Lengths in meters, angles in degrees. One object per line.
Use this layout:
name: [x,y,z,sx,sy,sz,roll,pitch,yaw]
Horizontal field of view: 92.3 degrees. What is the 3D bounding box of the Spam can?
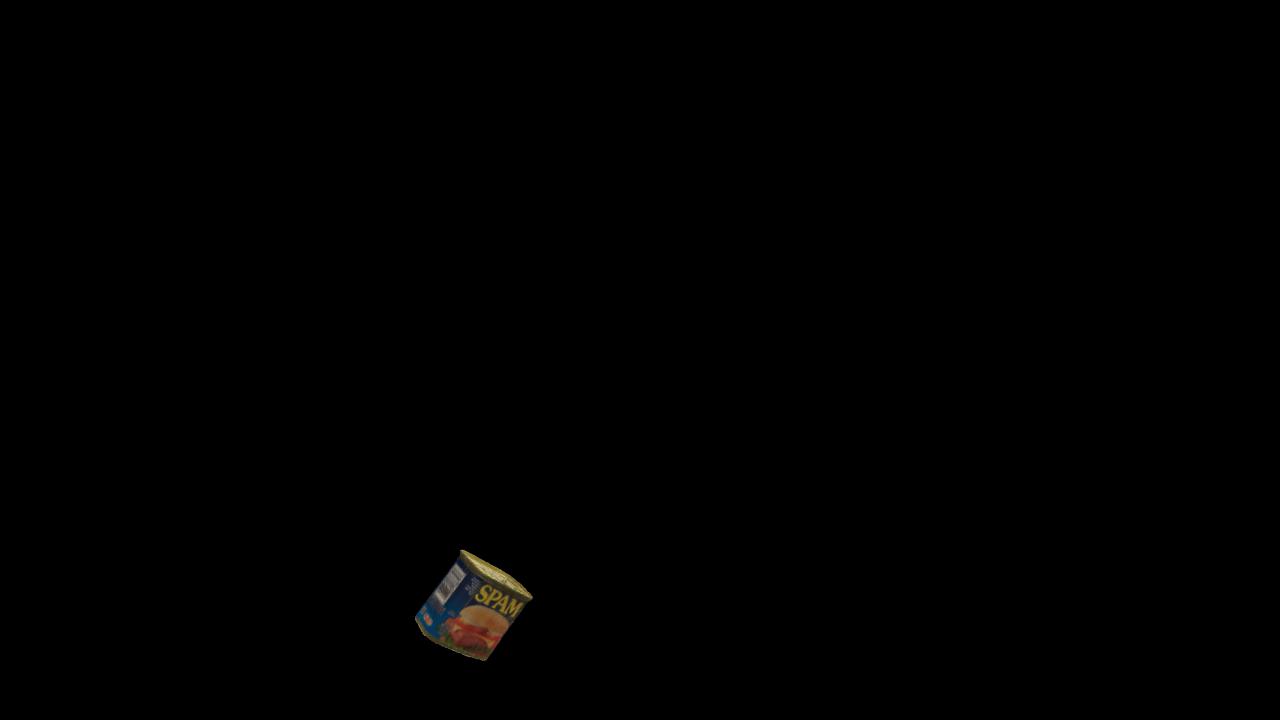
Spam can: [-0.185,0.275,0.687,0.058,0.085,0.101,21,-21,48]
